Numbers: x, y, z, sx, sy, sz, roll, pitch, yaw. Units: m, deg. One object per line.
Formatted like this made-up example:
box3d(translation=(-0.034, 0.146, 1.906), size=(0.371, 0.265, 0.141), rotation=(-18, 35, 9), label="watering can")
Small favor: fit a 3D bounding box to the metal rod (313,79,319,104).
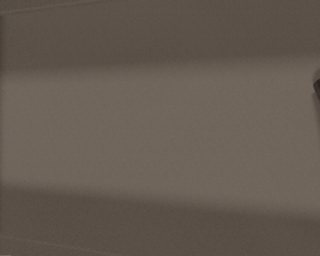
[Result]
box3d(translation=(0.196, 0.078, 0.272), size=(0.025, 0.025, 0.299), rotation=(-16, 58, 19), label="metal rod")
